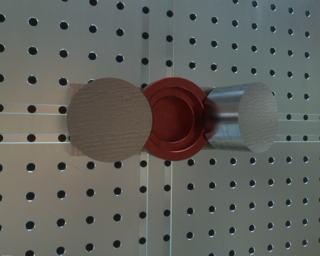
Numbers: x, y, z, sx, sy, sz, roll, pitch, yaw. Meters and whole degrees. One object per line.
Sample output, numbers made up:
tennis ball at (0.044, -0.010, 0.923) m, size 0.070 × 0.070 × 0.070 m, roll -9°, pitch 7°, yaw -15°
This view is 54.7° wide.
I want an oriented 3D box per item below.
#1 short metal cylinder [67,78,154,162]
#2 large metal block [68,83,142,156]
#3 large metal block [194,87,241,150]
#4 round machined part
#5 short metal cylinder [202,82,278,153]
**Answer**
short metal cylinder at (-0.047, -0.008, 0.315) m, size 0.080 × 0.050 × 0.079 m, roll 0°, pitch 91°, yaw 1°
large metal block at (-0.068, -0.009, 0.374) m, size 0.081 × 0.050 × 0.080 m, roll 1°, pitch 90°, yaw -20°
large metal block at (0.073, -0.013, 0.426) m, size 0.081 × 0.050 × 0.080 m, roll -1°, pitch 91°, yaw -20°
round machined part at (0.011, -0.011, 0.376) m, size 0.099 × 0.042 × 0.097 m, roll 0°, pitch 90°, yaw -20°
short metal cylinder at (0.096, -0.012, 0.368) m, size 0.081 × 0.050 × 0.080 m, roll 0°, pitch 90°, yaw -40°
